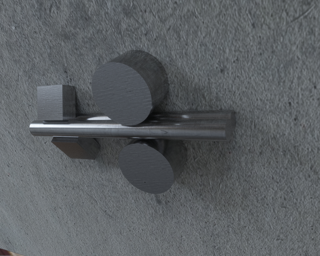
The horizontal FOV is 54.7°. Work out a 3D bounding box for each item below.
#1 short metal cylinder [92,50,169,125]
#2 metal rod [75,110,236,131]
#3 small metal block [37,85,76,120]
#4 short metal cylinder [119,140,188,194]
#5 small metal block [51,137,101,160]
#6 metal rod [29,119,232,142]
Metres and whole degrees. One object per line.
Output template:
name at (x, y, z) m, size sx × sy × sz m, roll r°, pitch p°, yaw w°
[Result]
short metal cylinder at (-0.035, -0.050, 0.380) m, size 0.080 × 0.050 × 0.079 m, roll 13°, pitch 124°, yaw 21°
metal rod at (-0.048, -0.010, 0.428) m, size 0.300 × 0.025 × 0.025 m, roll 0°, pitch 119°, yaw 28°
small metal block at (-0.152, -0.036, 0.454) m, size 0.050 × 0.025 × 0.050 m, roll 0°, pitch 91°, yaw 28°
short metal cylinder at (-0.009, 0.042, 0.423) m, size 0.080 × 0.050 × 0.079 m, roll 13°, pitch 124°, yaw 21°
small metal block at (-0.129, 0.025, 0.479) m, size 0.050 × 0.025 × 0.050 m, roll 0°, pitch 145°, yaw 27°
metal rod at (-0.058, 0.001, 0.408) m, size 0.300 × 0.025 × 0.025 m, roll 0°, pitch 119°, yaw 28°
